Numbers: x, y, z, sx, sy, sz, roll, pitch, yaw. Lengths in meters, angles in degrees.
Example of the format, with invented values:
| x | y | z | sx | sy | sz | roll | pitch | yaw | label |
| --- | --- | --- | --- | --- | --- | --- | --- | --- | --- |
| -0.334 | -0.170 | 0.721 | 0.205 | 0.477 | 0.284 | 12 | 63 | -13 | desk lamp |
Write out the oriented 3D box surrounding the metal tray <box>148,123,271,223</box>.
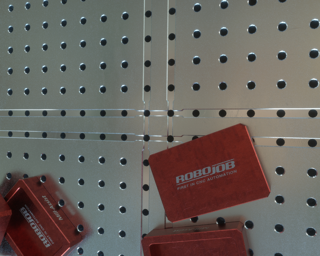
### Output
| x | y | z | sx | sy | sz | roll | pitch | yaw | label |
| --- | --- | --- | --- | --- | --- | --- | --- | --- | --- |
| 0.060 | 0.057 | 0.389 | 0.130 | 0.030 | 0.090 | -21 | 83 | 18 | metal tray |

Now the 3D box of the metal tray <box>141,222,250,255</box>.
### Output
| x | y | z | sx | sy | sz | roll | pitch | yaw | label |
| --- | --- | --- | --- | --- | --- | --- | --- | --- | --- |
| 0.048 | 0.173 | 0.393 | 0.130 | 0.030 | 0.090 | -12 | 86 | 19 | metal tray |

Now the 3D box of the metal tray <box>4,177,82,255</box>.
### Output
| x | y | z | sx | sy | sz | roll | pitch | yaw | label |
| --- | --- | --- | --- | --- | --- | --- | --- | --- | --- |
| -0.193 | 0.152 | 0.478 | 0.090 | 0.030 | 0.130 | -46 | 76 | 14 | metal tray |

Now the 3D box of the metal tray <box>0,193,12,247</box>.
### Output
| x | y | z | sx | sy | sz | roll | pitch | yaw | label |
| --- | --- | --- | --- | --- | --- | --- | --- | --- | --- |
| -0.285 | 0.155 | 0.491 | 0.090 | 0.030 | 0.129 | 38 | 111 | 30 | metal tray |
